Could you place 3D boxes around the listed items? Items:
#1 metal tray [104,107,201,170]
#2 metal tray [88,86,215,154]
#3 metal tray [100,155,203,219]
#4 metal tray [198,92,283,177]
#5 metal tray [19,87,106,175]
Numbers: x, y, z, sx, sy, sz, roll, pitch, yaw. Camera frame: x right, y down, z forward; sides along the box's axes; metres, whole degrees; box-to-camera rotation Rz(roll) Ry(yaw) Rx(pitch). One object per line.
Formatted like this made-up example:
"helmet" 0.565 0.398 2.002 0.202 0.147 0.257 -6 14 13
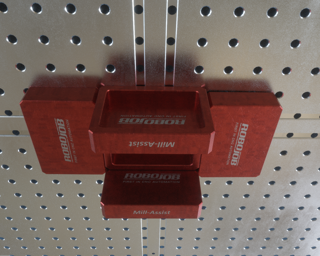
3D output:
"metal tray" -0.010 0.016 0.419 0.131 0.030 0.089 0 130 -1
"metal tray" -0.009 -0.012 0.359 0.131 0.090 0.030 1 130 -1
"metal tray" -0.011 0.080 0.435 0.131 0.090 0.030 1 130 -1
"metal tray" 0.101 0.013 0.419 0.091 0.030 0.129 0 130 -2
"metal tray" -0.121 0.008 0.413 0.091 0.030 0.129 1 130 -1
